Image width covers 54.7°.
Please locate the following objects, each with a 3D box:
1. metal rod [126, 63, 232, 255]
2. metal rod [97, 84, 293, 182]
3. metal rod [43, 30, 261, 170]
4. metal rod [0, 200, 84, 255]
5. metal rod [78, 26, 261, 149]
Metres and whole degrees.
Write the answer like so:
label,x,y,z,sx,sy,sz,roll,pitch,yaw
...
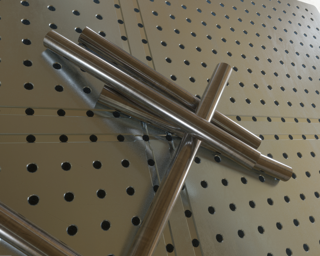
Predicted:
label,x,y,z,sx,sy,sz,roll,pitch,yaw
metal rod,0.035,0.026,0.386,0.025,0.025,0.300,33,59,-8
metal rod,0.059,0.013,0.433,0.302,0.025,0.025,23,53,-15
metal rod,-0.016,-0.038,0.383,0.301,0.025,0.025,31,50,8
metal rod,-0.088,0.123,0.286,0.301,0.025,0.025,36,51,-5
metal rod,0.020,-0.052,0.452,0.301,0.025,0.025,32,52,-8
